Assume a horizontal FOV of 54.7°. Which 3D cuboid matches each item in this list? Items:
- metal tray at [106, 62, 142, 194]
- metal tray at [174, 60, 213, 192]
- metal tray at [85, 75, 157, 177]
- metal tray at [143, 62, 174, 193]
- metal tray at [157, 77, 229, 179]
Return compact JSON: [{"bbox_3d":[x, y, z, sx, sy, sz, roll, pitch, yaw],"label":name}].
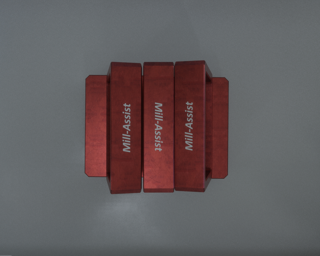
[{"bbox_3d":[-0.042,0.000,0.344,0.030,0.090,0.129,0,90,-13],"label":"metal tray"},{"bbox_3d":[0.039,-0.002,0.345,0.030,0.090,0.129,0,90,14],"label":"metal tray"},{"bbox_3d":[-0.049,-0.002,0.406,0.091,0.030,0.129,1,90,0],"label":"metal tray"},{"bbox_3d":[-0.001,0.000,0.346,0.030,0.090,0.129,0,88,0],"label":"metal tray"},{"bbox_3d":[0.042,0.000,0.408,0.091,0.030,0.129,1,90,0],"label":"metal tray"}]
